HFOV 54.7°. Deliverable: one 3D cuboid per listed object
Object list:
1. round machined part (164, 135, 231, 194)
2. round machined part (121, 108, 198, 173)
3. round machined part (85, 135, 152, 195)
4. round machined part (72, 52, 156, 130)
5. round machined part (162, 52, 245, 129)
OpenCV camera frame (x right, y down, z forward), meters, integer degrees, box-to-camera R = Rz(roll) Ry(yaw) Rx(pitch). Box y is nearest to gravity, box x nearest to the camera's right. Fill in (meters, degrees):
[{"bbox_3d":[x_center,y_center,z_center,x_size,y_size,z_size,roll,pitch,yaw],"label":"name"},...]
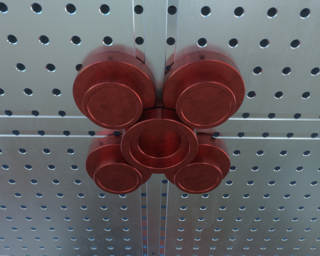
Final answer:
[{"bbox_3d":[0.054,0.059,0.451,0.099,0.042,0.097,-1,130,0],"label":"round machined part"},{"bbox_3d":[-0.001,0.013,0.409,0.099,0.042,0.097,-1,130,0],"label":"round machined part"},{"bbox_3d":[-0.059,0.060,0.451,0.099,0.042,0.097,-1,130,0],"label":"round machined part"},{"bbox_3d":[-0.054,-0.036,0.368,0.099,0.042,0.097,-1,130,0],"label":"round machined part"},{"bbox_3d":[0.052,-0.037,0.369,0.099,0.042,0.097,-1,130,0],"label":"round machined part"}]
